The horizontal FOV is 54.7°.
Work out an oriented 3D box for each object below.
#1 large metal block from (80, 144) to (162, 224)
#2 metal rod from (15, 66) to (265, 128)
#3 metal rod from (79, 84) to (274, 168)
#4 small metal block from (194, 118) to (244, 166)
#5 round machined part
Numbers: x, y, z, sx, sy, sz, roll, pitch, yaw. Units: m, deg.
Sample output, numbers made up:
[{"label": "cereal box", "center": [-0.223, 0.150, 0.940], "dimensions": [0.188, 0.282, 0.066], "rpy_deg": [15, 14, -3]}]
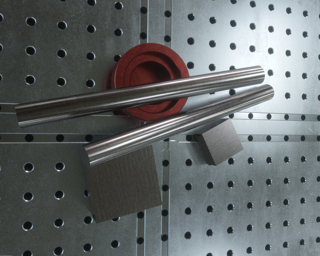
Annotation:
[{"label": "large metal block", "center": [-0.050, 0.061, 0.382], "dimensions": [0.081, 0.050, 0.079], "rpy_deg": [-11, 94, -20]}, {"label": "metal rod", "center": [-0.006, -0.042, 0.366], "dimensions": [0.302, 0.025, 0.025], "rpy_deg": [-12, 95, -20]}, {"label": "metal rod", "center": [0.044, -0.013, 0.396], "dimensions": [0.302, 0.025, 0.025], "rpy_deg": [-19, 97, -32]}, {"label": "small metal block", "center": [0.085, 0.019, 0.445], "dimensions": [0.050, 0.025, 0.050], "rpy_deg": [-28, 100, -18]}, {"label": "round machined part", "center": [-0.014, -0.056, 0.399], "dimensions": [0.099, 0.042, 0.097], "rpy_deg": [0, 90, -20]}]
